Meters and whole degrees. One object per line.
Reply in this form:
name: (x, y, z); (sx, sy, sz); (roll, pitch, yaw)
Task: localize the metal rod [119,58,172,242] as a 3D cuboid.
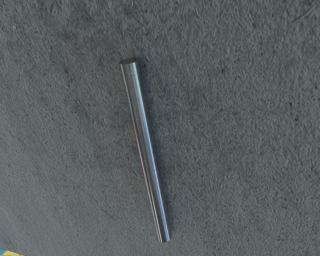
metal rod: (-0.015, 0.049, 0.445); (0.025, 0.025, 0.298); (5, 121, 26)
